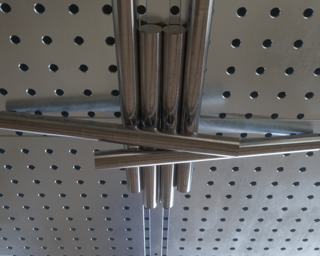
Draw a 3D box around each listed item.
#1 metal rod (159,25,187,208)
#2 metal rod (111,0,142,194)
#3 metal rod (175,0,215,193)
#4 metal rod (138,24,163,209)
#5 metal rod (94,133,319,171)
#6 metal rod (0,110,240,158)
[{"bbox_3d":[0.013,0.010,0.422,0.025,0.025,0.298,1,130,-1],"label":"metal rod"},{"bbox_3d":[-0.037,-0.020,0.393,0.025,0.025,0.298,1,130,-1],"label":"metal rod"},{"bbox_3d":[0.039,-0.021,0.392,0.025,0.025,0.298,1,130,-1],"label":"metal rod"},{"bbox_3d":[-0.013,0.011,0.419,0.025,0.025,0.298,1,130,-1],"label":"metal rod"},{"bbox_3d":[0.068,0.030,0.411,0.302,0.025,0.025,-4,131,-8],"label":"metal rod"},{"bbox_3d":[-0.056,0.007,0.386,0.301,0.025,0.025,7,131,6],"label":"metal rod"}]
